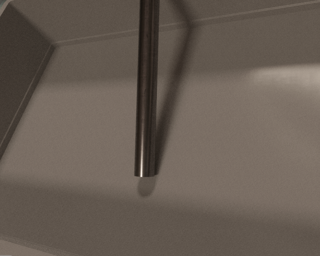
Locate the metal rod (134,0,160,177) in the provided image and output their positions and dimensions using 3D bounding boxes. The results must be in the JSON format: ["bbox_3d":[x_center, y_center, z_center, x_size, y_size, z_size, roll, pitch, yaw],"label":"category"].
[{"bbox_3d":[-0.015,-0.090,0.388,0.025,0.025,0.298,0,87,28],"label":"metal rod"}]
